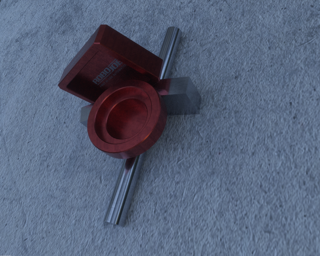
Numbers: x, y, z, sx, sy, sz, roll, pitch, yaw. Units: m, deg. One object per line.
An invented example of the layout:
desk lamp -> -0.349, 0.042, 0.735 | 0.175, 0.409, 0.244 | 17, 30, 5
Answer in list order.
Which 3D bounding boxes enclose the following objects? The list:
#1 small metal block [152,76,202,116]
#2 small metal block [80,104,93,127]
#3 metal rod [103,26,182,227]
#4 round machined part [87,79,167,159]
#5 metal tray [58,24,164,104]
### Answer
small metal block -> 0.021, -0.040, 0.401 | 0.050, 0.050, 0.025 | -1, 61, 27
small metal block -> -0.075, -0.013, 0.435 | 0.050, 0.050, 0.025 | -18, 55, 18
metal rod -> -0.016, -0.018, 0.424 | 0.025, 0.025, 0.300 | 2, 63, 29
round machined part -> -0.036, -0.008, 0.381 | 0.098, 0.042, 0.098 | -11, 61, 20
metal tray -> -0.069, -0.071, 0.412 | 0.130, 0.090, 0.030 | -26, 45, 50
